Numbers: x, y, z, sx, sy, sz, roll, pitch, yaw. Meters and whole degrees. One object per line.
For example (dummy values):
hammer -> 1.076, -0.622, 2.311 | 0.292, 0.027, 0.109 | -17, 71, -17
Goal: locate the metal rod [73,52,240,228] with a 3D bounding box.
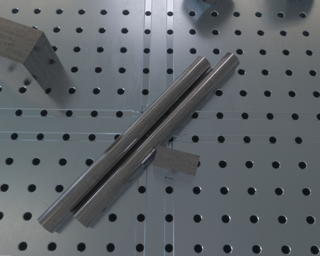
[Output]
metal rod -> 0.005, 0.006, 0.409 | 0.025, 0.025, 0.301 | 40, 74, 13

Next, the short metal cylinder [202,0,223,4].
short metal cylinder -> 0.084, -0.239, 0.470 | 0.080, 0.080, 0.050 | -26, 72, -9

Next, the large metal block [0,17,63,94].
large metal block -> -0.191, -0.098, 0.417 | 0.080, 0.080, 0.050 | 20, 71, 7

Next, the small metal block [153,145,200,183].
small metal block -> 0.019, 0.046, 0.382 | 0.050, 0.050, 0.025 | 14, 71, 5

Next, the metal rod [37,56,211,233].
metal rod -> -0.036, 0.011, 0.407 | 0.025, 0.025, 0.301 | 40, 74, 13
